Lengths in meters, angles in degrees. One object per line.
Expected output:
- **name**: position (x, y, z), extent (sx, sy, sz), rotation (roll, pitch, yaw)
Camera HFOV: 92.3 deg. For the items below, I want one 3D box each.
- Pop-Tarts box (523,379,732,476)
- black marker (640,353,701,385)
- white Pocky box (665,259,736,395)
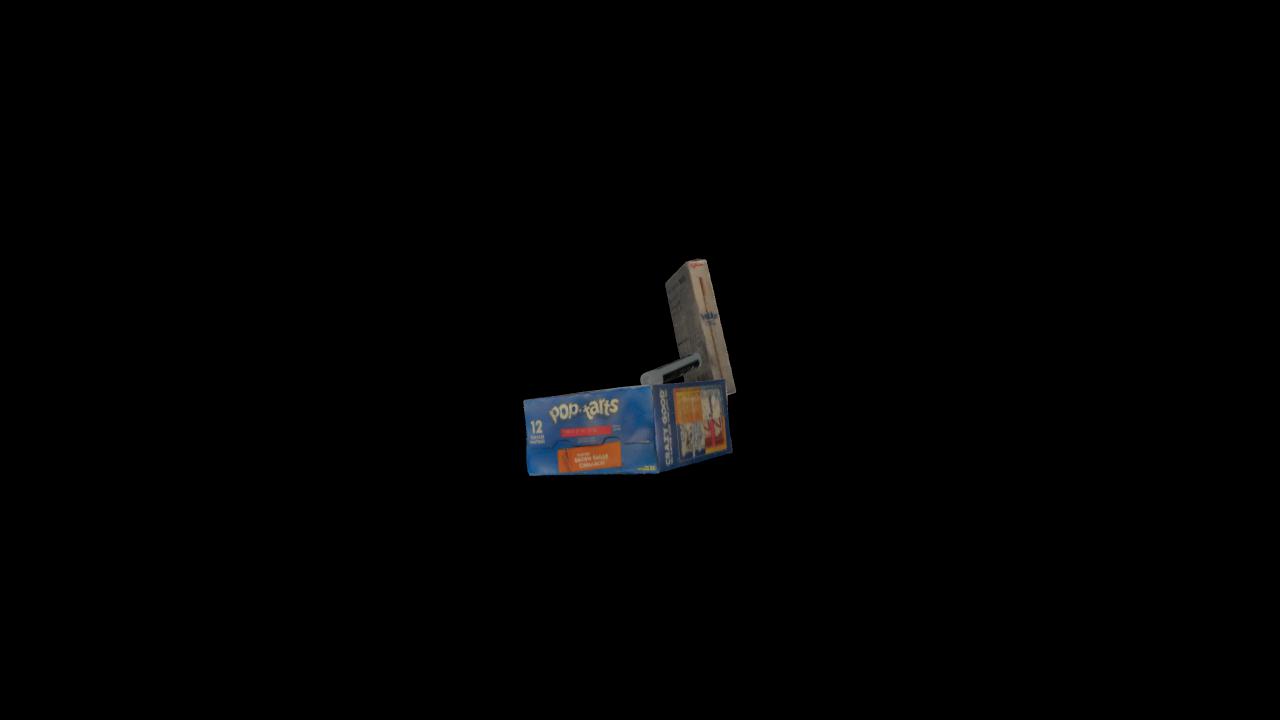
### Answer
- **Pop-Tarts box**: position (-0.012, 0.070, 0.640), extent (0.167, 0.083, 0.141), rotation (-9, -5, 36)
- **black marker**: position (0.046, 0.007, 0.664), extent (0.020, 0.020, 0.121), rotation (0, 15, 43)
- **white Pocky box**: position (0.066, -0.029, 0.705), extent (0.028, 0.154, 0.084), rotation (-9, -8, -17)
